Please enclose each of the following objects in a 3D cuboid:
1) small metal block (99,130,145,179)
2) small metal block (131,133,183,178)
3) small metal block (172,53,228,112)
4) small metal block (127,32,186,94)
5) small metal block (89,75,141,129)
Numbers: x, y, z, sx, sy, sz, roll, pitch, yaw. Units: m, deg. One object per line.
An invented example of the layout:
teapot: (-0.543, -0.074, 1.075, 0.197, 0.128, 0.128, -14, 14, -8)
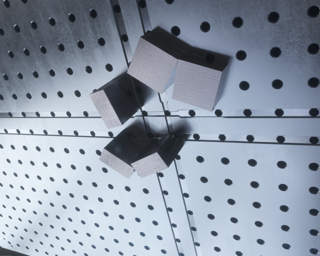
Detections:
small metal block: (-0.050, 0.038, 0.445, 0.050, 0.050, 0.025, 33, 129, 7)
small metal block: (-0.004, 0.037, 0.421, 0.050, 0.050, 0.025, -27, 103, 37)
small metal block: (0.045, -0.053, 0.355, 0.050, 0.025, 0.050, 20, 126, 16)
small metal block: (-0.005, -0.077, 0.367, 0.050, 0.025, 0.050, 33, 129, 7)
small metal block: (-0.057, -0.034, 0.405, 0.025, 0.050, 0.050, -14, 111, 34)
